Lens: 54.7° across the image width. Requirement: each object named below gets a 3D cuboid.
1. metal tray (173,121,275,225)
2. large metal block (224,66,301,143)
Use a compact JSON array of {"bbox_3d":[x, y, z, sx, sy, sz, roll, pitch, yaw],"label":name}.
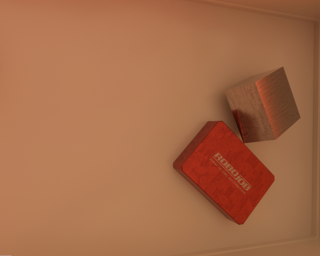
[{"bbox_3d":[0.094,0.063,0.444,0.130,0.030,0.090,44,76,-15],"label":"metal tray"},{"bbox_3d":[0.147,-0.033,0.440,0.081,0.050,0.080,-29,100,-39],"label":"large metal block"}]
